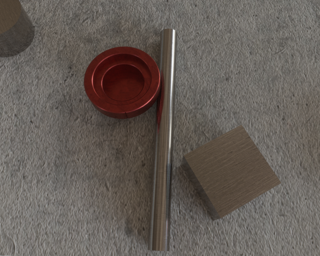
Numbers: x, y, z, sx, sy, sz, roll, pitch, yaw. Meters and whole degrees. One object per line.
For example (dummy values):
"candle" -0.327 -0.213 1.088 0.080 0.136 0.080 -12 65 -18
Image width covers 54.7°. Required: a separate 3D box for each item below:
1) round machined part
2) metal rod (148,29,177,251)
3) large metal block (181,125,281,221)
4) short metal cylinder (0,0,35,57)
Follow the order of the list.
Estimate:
"round machined part" -0.048 -0.057 0.418 0.099 0.042 0.098 0 70 1
"metal rod" 0.006 0.001 0.407 0.025 0.025 0.299 3 70 1
"large metal block" 0.082 0.055 0.376 0.080 0.050 0.080 -27 73 -10
"short metal cylinder" -0.231 -0.150 0.447 0.081 0.050 0.080 0 70 0
